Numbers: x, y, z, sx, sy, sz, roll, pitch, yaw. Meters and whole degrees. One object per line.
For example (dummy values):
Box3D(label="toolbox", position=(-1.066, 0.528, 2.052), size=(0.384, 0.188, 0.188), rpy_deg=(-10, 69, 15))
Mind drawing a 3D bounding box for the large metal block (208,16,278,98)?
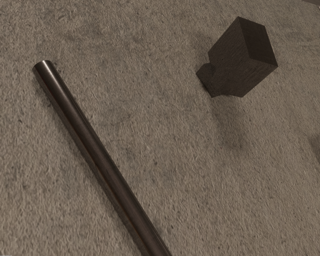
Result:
Box3D(label="large metal block", position=(0.121, -0.105, 0.468), size=(0.050, 0.080, 0.080), rpy_deg=(9, 58, -24))

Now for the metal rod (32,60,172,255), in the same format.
Box3D(label="metal rod", position=(-0.059, 0.048, 0.343), size=(0.025, 0.025, 0.299), rpy_deg=(-25, 76, -37))

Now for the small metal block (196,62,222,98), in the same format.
Box3D(label="small metal block", position=(0.095, -0.082, 0.507), size=(0.050, 0.025, 0.050), rpy_deg=(-20, 73, -36))
